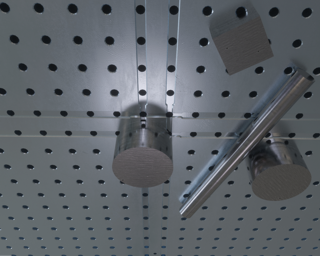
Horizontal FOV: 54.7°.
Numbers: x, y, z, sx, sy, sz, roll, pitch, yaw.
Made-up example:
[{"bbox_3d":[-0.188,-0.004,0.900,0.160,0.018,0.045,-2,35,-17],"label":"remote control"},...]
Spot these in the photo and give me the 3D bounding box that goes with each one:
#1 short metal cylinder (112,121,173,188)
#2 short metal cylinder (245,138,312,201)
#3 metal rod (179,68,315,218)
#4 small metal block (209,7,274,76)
[{"bbox_3d":[-0.023,0.037,0.427,0.081,0.050,0.079,0,131,0],"label":"short metal cylinder"},{"bbox_3d":[0.169,0.061,0.449,0.081,0.050,0.079,0,130,0],"label":"short metal cylinder"},{"bbox_3d":[0.107,0.042,0.448,0.025,0.025,0.298,19,128,-16],"label":"metal rod"},{"bbox_3d":[0.088,-0.092,0.334,0.050,0.025,0.050,-23,127,18],"label":"small metal block"}]
